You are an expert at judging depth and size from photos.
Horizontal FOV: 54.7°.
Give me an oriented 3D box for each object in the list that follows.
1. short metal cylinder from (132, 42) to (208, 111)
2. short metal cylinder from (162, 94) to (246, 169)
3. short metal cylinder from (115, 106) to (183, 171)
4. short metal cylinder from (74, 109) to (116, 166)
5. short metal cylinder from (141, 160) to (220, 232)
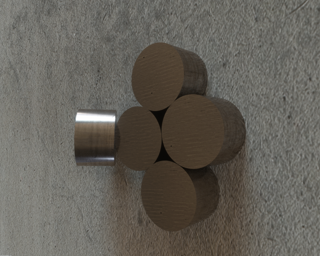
[{"bbox_3d":[0.011,-0.060,0.381,0.080,0.050,0.080,0,90,40],"label":"short metal cylinder"},{"bbox_3d":[0.049,0.004,0.350,0.080,0.050,0.080,0,90,40],"label":"short metal cylinder"},{"bbox_3d":[-0.013,0.013,0.401,0.080,0.050,0.080,0,90,40],"label":"short metal cylinder"},{"bbox_3d":[-0.088,0.014,0.436,0.080,0.050,0.080,-177,88,-84],"label":"short metal cylinder"},{"bbox_3d":[0.024,0.077,0.371,0.080,0.050,0.080,0,90,40],"label":"short metal cylinder"}]
